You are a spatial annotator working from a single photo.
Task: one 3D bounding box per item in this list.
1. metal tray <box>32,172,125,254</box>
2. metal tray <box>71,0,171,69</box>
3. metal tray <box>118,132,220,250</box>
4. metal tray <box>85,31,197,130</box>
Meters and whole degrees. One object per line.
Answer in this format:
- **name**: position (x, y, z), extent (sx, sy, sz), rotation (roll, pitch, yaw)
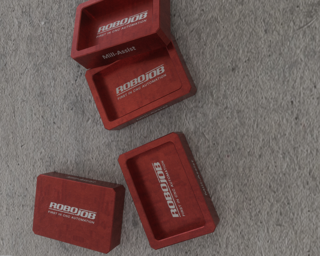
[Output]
- **metal tray**: position (-0.119, 0.119, 0.448), extent (0.130, 0.030, 0.089), rotation (7, 92, 19)
- **metal tray**: position (-0.052, -0.136, 0.402), extent (0.130, 0.030, 0.090), rotation (-10, 67, 24)
- **metal tray**: position (0.010, 0.080, 0.402), extent (0.090, 0.030, 0.129), rotation (-24, 82, 18)
- **metal tray**: position (-0.028, -0.061, 0.415), extent (0.130, 0.030, 0.090), rotation (-24, 82, 18)
